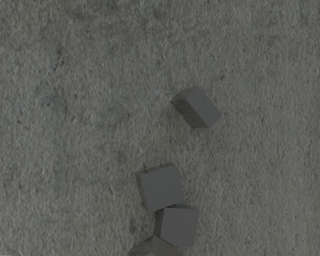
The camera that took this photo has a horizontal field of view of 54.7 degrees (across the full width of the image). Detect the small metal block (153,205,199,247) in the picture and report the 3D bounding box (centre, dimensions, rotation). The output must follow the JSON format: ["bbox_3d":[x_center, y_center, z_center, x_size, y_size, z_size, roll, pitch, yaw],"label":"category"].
[{"bbox_3d":[0.021,0.131,0.418,0.050,0.025,0.050,9,87,-20],"label":"small metal block"}]

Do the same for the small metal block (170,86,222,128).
[{"bbox_3d":[0.047,-0.027,0.414,0.025,0.050,0.050,-44,104,-15],"label":"small metal block"}]

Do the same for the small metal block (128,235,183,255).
[{"bbox_3d":[-0.007,0.169,0.393,0.050,0.025,0.050,38,120,-17],"label":"small metal block"}]

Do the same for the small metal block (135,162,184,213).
[{"bbox_3d":[-0.001,0.078,0.410,0.050,0.025,0.050,-14,95,-20],"label":"small metal block"}]
